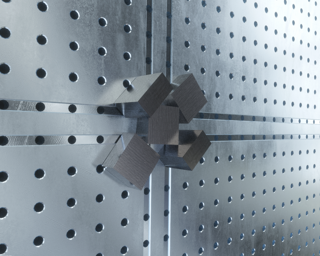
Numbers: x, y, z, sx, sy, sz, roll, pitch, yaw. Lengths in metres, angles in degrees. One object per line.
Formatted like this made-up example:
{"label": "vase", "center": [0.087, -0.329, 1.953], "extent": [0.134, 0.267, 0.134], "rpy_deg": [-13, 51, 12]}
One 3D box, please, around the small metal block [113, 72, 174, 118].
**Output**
{"label": "small metal block", "center": [-0.020, -0.039, 0.374], "extent": [0.025, 0.050, 0.050], "rpy_deg": [52, 60, -28]}

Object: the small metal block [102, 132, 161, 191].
{"label": "small metal block", "center": [-0.034, 0.040, 0.379], "extent": [0.050, 0.025, 0.050], "rpy_deg": [46, 62, -31]}

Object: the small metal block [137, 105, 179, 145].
{"label": "small metal block", "center": [-0.002, -0.004, 0.405], "extent": [0.050, 0.025, 0.050], "rpy_deg": [4, 86, -39]}

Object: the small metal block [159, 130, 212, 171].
{"label": "small metal block", "center": [0.033, 0.029, 0.419], "extent": [0.050, 0.050, 0.025], "rpy_deg": [-50, 119, -28]}

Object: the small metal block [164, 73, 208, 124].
{"label": "small metal block", "center": [0.034, -0.041, 0.436], "extent": [0.050, 0.025, 0.050], "rpy_deg": [-47, 118, -29]}
